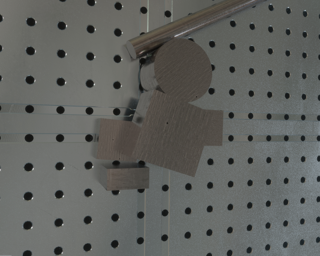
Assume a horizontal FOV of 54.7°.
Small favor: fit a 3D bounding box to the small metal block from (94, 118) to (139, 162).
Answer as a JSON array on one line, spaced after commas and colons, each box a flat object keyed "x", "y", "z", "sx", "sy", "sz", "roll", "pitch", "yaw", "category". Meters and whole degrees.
[{"x": -0.055, "y": 0.015, "z": 0.393, "sx": 0.050, "sy": 0.025, "sz": 0.050, "roll": 6, "pitch": 88, "yaw": -20, "category": "small metal block"}]

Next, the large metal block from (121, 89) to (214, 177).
[{"x": 0.008, "y": 0.007, "z": 0.377, "sx": 0.080, "sy": 0.050, "sz": 0.080, "roll": 20, "pitch": 83, "yaw": -19, "category": "large metal block"}]

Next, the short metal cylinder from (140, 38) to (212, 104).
[{"x": 0.020, "y": -0.070, "z": 0.405, "sx": 0.081, "sy": 0.050, "sz": 0.080, "roll": 1, "pitch": 86, "yaw": -23, "category": "short metal cylinder"}]

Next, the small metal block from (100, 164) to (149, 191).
[{"x": -0.045, "y": 0.059, "z": 0.384, "sx": 0.050, "sy": 0.050, "sz": 0.025, "roll": 1, "pitch": 90, "yaw": -20, "category": "small metal block"}]

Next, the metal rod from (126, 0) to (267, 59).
[{"x": 0.089, "y": -0.169, "z": 0.446, "sx": 0.302, "sy": 0.025, "sz": 0.025, "roll": -28, "pitch": 100, "yaw": -18, "category": "metal rod"}]

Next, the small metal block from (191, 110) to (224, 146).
[{"x": 0.060, "y": -0.001, "z": 0.436, "sx": 0.050, "sy": 0.025, "sz": 0.050, "roll": 2, "pitch": 89, "yaw": -20, "category": "small metal block"}]
